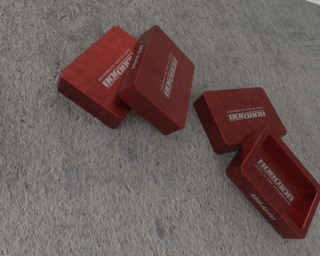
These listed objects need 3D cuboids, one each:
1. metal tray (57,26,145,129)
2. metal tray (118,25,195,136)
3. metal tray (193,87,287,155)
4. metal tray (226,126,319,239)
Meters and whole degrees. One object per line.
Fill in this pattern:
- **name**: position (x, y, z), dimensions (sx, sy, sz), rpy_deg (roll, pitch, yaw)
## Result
- **metal tray**: position (-0.059, -0.071, 0.412), dimensions (0.090, 0.030, 0.130), rpy_deg (36, 51, -4)
- **metal tray**: position (0.002, -0.066, 0.416), dimensions (0.090, 0.030, 0.130), rpy_deg (40, 44, -30)
- **metal tray**: position (0.125, -0.015, 0.476), dimensions (0.131, 0.030, 0.090), rpy_deg (-8, 66, -32)
- **metal tray**: position (0.158, 0.073, 0.418), dimensions (0.130, 0.030, 0.090), rpy_deg (48, 57, -9)
